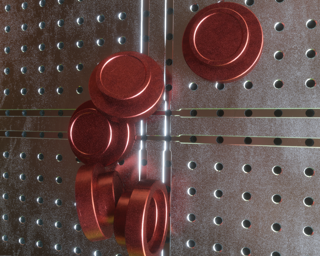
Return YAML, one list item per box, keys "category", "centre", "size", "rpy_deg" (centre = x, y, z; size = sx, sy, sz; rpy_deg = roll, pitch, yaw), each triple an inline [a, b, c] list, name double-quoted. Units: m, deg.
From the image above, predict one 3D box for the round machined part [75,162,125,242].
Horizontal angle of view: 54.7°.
- category: "round machined part"
  centre: [-0.071, 0.092, 0.400]
  size: [0.042, 0.098, 0.097]
  rpy_deg: [-11, 86, 3]

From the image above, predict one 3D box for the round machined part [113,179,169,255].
- category: "round machined part"
  centre: [-0.023, 0.112, 0.381]
  size: [0.042, 0.098, 0.097]
  rpy_deg: [0, 90, 18]

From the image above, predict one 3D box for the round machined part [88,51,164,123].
- category: "round machined part"
  centre: [-0.044, -0.059, 0.398]
  size: [0.099, 0.042, 0.098]
  rpy_deg: [-1, 69, 3]

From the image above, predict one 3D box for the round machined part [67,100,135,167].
- category: "round machined part"
  centre: [-0.088, 0.007, 0.433]
  size: [0.098, 0.042, 0.097]
  rpy_deg: [0, 90, 19]

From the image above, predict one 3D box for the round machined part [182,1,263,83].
- category: "round machined part"
  centre: [0.074, -0.106, 0.377]
  size: [0.098, 0.042, 0.097]
  rpy_deg: [0, 90, 19]
